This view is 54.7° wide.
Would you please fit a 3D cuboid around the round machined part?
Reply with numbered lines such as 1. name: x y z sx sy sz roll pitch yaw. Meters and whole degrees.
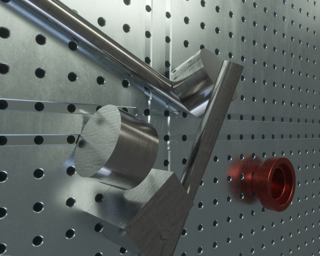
1. round machined part: 0.206 0.101 0.571 0.099 0.042 0.097 0 90 -40

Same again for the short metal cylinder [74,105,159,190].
1. short metal cylinder: -0.048 0.021 0.333 0.050 0.080 0.080 28 73 -37

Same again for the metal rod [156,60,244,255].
1. metal rod: 0.037 0.065 0.381 0.025 0.025 0.298 12 100 -40

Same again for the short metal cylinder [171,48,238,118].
1. short metal cylinder: 0.061 -0.060 0.421 0.080 0.050 0.080 34 38 -32

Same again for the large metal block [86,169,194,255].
1. large metal block: -0.023 0.091 0.353 0.080 0.080 0.050 -44 116 -30

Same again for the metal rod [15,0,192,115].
1. metal rod: -0.060 -0.091 0.358 0.301 0.025 0.025 30 71 -36
